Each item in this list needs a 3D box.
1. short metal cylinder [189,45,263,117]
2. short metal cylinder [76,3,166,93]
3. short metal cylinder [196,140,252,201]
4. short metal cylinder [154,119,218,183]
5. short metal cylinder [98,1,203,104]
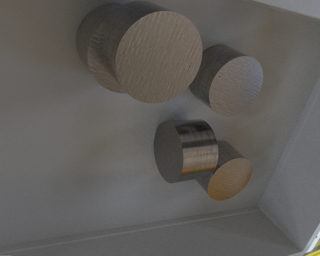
[{"bbox_3d":[0.084,-0.061,0.400,0.081,0.050,0.079,-14,124,-21],"label":"short metal cylinder"},{"bbox_3d":[-0.040,-0.082,0.319,0.081,0.050,0.079,-14,124,-21],"label":"short metal cylinder"},{"bbox_3d":[0.096,0.067,0.486,0.081,0.050,0.079,-14,124,-21],"label":"short metal cylinder"},{"bbox_3d":[0.032,0.029,0.408,0.050,0.080,0.079,-4,120,-26],"label":"short metal cylinder"},{"bbox_3d":[-0.009,-0.069,0.280,0.081,0.050,0.079,-14,124,-21],"label":"short metal cylinder"}]
